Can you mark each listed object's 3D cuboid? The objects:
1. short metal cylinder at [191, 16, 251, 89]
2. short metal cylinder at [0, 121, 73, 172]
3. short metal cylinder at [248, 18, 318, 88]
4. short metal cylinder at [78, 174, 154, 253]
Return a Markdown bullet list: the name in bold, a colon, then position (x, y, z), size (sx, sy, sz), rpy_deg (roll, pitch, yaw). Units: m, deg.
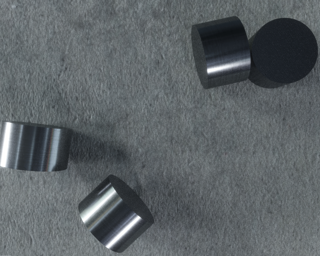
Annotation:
- **short metal cylinder**: position (0.073, -0.092, 0.383), size (0.050, 0.080, 0.080), rpy_deg (-13, 90, 0)
- **short metal cylinder**: position (-0.152, 0.021, 0.381), size (0.081, 0.080, 0.050), rpy_deg (8, 90, -1)
- **short metal cylinder**: position (0.151, -0.094, 0.399), size (0.081, 0.050, 0.079), rpy_deg (0, 90, -1)
- **short metal cylinder**: position (-0.053, 0.104, 0.382), size (0.050, 0.080, 0.080), rpy_deg (-44, 91, 0)
